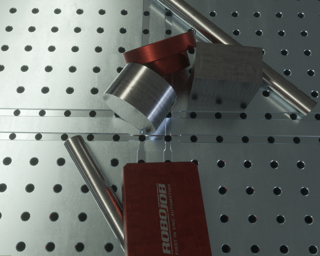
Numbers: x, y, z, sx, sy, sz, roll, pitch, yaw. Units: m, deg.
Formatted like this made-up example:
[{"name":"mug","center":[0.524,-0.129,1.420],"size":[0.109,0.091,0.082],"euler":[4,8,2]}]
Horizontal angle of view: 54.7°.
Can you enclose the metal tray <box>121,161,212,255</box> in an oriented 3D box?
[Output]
[{"name":"metal tray","center":[0.005,0.105,0.354],"size":[0.091,0.030,0.130],"euler":[0,63,-13]}]

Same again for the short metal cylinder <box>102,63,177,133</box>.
[{"name":"short metal cylinder","center":[-0.025,-0.037,0.396],"size":[0.080,0.080,0.050],"euler":[31,74,10]}]

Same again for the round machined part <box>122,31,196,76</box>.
[{"name":"round machined part","center":[0.003,-0.095,0.417],"size":[0.099,0.098,0.042],"euler":[-20,104,-8]}]

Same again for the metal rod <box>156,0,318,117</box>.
[{"name":"metal rod","center":[0.099,-0.124,0.458],"size":[0.300,0.025,0.025],"euler":[43,75,13]}]

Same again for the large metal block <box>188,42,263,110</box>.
[{"name":"large metal block","center":[0.082,-0.066,0.407],"size":[0.080,0.080,0.050],"euler":[6,70,1]}]

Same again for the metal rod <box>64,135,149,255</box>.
[{"name":"metal rod","center":[-0.032,0.135,0.361],"size":[0.025,0.025,0.299],"euler":[-31,73,-11]}]
